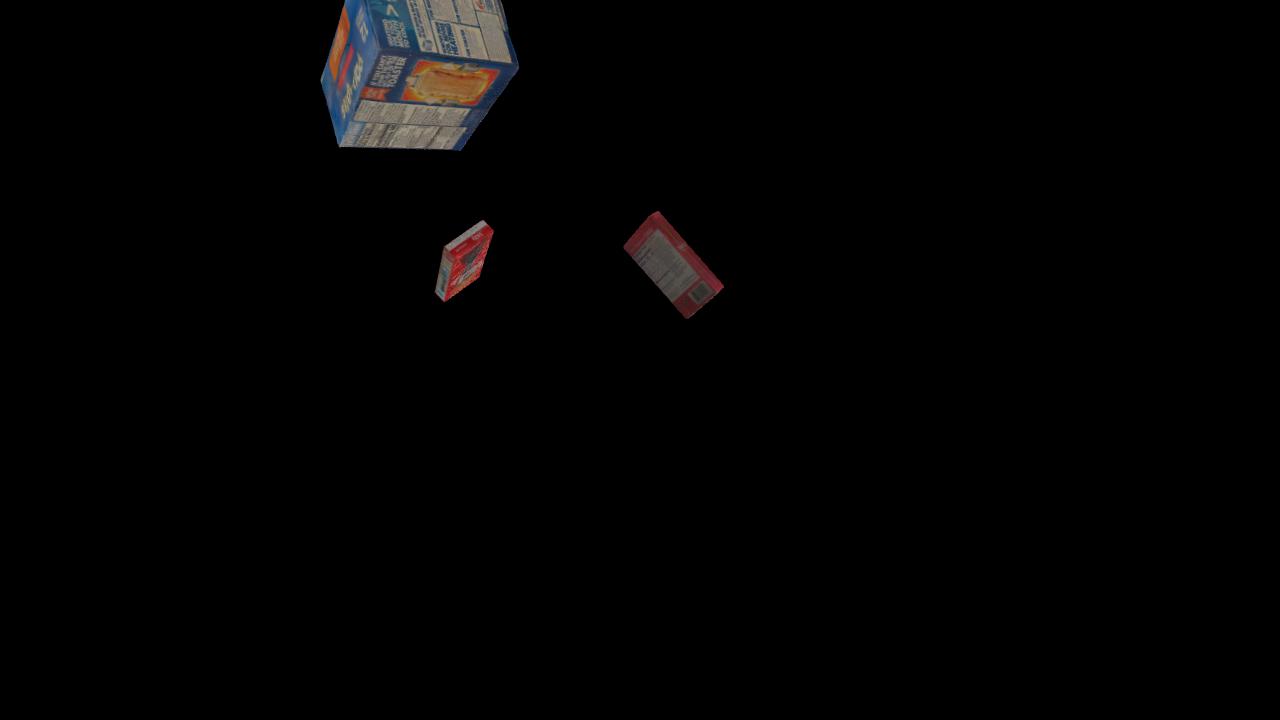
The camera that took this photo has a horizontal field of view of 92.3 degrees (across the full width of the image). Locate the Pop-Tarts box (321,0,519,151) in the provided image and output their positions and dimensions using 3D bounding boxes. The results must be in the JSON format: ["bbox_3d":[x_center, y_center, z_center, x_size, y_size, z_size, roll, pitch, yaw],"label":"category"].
[{"bbox_3d":[-0.229,-0.294,0.630,0.141,0.083,0.167,-14,-6,-39],"label":"Pop-Tarts box"}]

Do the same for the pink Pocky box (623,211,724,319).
[{"bbox_3d":[0.050,-0.145,0.947,0.029,0.155,0.084,-43,1,-41],"label":"pink Pocky box"}]

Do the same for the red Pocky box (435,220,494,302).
[{"bbox_3d":[-0.281,-0.155,0.979,0.083,0.028,0.155,-47,2,-31],"label":"red Pocky box"}]
